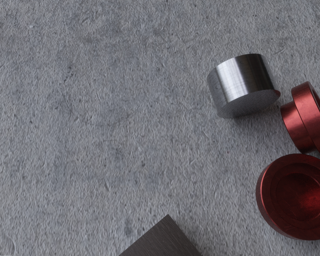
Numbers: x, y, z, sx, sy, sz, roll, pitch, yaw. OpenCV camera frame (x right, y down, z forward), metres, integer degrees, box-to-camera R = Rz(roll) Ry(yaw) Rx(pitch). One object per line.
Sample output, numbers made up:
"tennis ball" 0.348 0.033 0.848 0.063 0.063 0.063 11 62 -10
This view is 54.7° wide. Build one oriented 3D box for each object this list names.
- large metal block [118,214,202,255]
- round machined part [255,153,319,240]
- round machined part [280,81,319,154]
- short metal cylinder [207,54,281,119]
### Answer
"large metal block" 0.003 0.154 0.339 0.080 0.050 0.080 -38 75 -13
"round machined part" 0.164 0.083 0.371 0.099 0.042 0.098 0 70 -1
"round machined part" 0.185 -0.005 0.384 0.042 0.099 0.098 -27 68 30
"short metal cylinder" 0.106 -0.052 0.399 0.081 0.080 0.050 -13 71 -5
